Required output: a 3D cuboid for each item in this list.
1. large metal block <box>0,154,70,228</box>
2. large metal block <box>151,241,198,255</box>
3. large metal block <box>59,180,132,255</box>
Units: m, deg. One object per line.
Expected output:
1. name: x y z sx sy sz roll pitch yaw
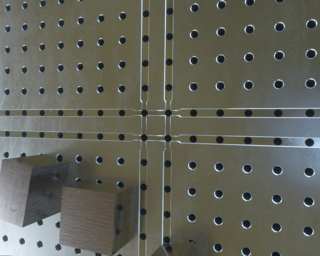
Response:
1. large metal block: -0.181 0.086 0.446 0.050 0.080 0.079 12 94 19
2. large metal block: 0.019 0.194 0.376 0.050 0.080 0.080 -17 84 19
3. large metal block: -0.088 0.121 0.429 0.080 0.050 0.079 4 91 19
